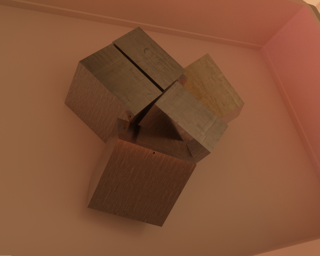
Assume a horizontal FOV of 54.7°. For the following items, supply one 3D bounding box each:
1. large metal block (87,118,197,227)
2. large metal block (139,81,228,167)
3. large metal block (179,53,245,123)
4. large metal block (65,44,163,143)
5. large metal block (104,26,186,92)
[{"bbox_3d":[-0.021,0.046,0.322,0.080,0.079,0.050,20,19,-17],"label":"large metal block"},{"bbox_3d":[0.020,0.004,0.378,0.080,0.080,0.050,41,51,-1],"label":"large metal block"},{"bbox_3d":[0.067,-0.043,0.424,0.050,0.080,0.080,-33,77,3],"label":"large metal block"},{"bbox_3d":[-0.057,-0.035,0.361,0.080,0.080,0.050,44,51,2],"label":"large metal block"},{"bbox_3d":[-0.027,-0.065,0.394,0.080,0.080,0.050,44,51,1],"label":"large metal block"}]
